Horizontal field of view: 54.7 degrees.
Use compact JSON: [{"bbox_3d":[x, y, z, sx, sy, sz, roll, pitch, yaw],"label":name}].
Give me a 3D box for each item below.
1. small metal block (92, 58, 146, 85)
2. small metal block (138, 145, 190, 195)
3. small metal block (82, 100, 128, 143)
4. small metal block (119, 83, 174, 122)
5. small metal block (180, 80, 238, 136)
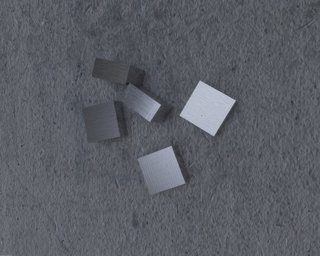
[{"bbox_3d":[-0.054,-0.073,0.415,0.050,0.050,0.025,15,95,19],"label":"small metal block"},{"bbox_3d":[0.005,0.055,0.407,0.050,0.025,0.050,-22,83,18],"label":"small metal block"},{"bbox_3d":[-0.077,-0.008,0.436,0.050,0.025,0.050,-12,86,19],"label":"small metal block"},{"bbox_3d":[-0.016,-0.032,0.401,0.050,0.050,0.025,36,102,16],"label":"small metal block"},{"bbox_3d":[0.061,-0.024,0.387,0.050,0.025,0.050,33,101,17],"label":"small metal block"}]
